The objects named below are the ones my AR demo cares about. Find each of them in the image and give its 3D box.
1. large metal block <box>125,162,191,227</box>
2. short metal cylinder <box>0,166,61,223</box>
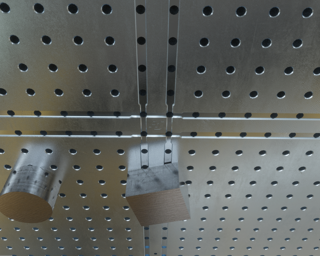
[{"bbox_3d":[-0.001,0.105,0.485,0.080,0.050,0.080,-12,129,9],"label":"large metal block"},{"bbox_3d":[-0.202,0.104,0.482,0.081,0.050,0.079,0,130,0],"label":"short metal cylinder"}]
